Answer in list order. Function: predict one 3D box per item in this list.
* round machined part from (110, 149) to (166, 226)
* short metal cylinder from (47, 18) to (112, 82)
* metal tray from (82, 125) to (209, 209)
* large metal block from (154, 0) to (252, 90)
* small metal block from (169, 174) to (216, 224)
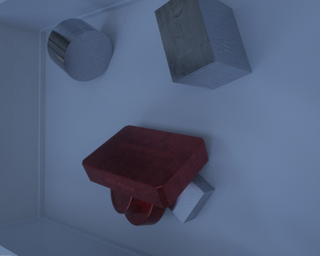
[{"bbox_3d":[-0.032,0.075,0.399,0.098,0.042,0.098,-20,66,56],"label":"round machined part"},{"bbox_3d":[-0.120,-0.117,0.467,0.050,0.081,0.079,39,114,33],"label":"short metal cylinder"},{"bbox_3d":[-0.019,0.040,0.377,0.130,0.090,0.030,10,129,39],"label":"metal tray"},{"bbox_3d":[0.048,-0.091,0.330,0.050,0.081,0.080,-22,76,38],"label":"large metal block"},{"bbox_3d":[0.031,0.079,0.380,0.050,0.025,0.050,43,116,31],"label":"small metal block"}]
